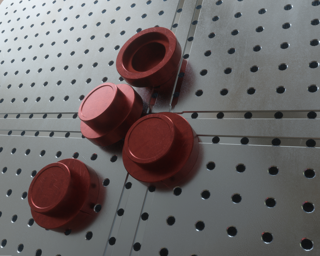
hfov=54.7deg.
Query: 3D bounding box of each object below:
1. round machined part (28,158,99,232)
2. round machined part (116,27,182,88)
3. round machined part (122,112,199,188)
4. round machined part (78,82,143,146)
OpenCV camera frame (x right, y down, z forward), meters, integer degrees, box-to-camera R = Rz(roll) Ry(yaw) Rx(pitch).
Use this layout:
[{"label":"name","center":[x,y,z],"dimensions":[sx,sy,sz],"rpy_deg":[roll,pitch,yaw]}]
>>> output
[{"label":"round machined part","center":[-0.135,0.085,0.414],"dimensions":[0.098,0.042,0.098],"rpy_deg":[-13,56,20]},{"label":"round machined part","center":[-0.013,-0.100,0.464],"dimensions":[0.098,0.042,0.098],"rpy_deg":[-13,56,20]},{"label":"round machined part","center":[-0.005,0.021,0.386],"dimensions":[0.098,0.042,0.098],"rpy_deg":[-13,56,20]},{"label":"round machined part","center":[-0.077,-0.026,0.441],"dimensions":[0.098,0.042,0.098],"rpy_deg":[-21,45,23]}]
